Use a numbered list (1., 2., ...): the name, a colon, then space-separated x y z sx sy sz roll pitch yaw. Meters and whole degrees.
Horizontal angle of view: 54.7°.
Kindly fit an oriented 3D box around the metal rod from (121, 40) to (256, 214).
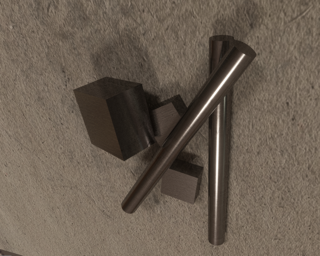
1. metal rod: 0.015 0.023 0.379 0.025 0.025 0.298 36 130 4

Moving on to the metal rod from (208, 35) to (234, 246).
1. metal rod: 0.073 0.037 0.389 0.025 0.025 0.298 9 123 23

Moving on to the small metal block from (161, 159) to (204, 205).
1. small metal block: 0.030 0.074 0.435 0.050 0.025 0.050 16 125 18

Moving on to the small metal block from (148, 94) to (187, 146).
1. small metal block: 0.012 -0.008 0.394 0.050 0.025 0.050 -21 107 35

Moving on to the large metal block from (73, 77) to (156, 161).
1. large metal block: -0.057 -0.015 0.392 0.080 0.050 0.079 19 130 47
